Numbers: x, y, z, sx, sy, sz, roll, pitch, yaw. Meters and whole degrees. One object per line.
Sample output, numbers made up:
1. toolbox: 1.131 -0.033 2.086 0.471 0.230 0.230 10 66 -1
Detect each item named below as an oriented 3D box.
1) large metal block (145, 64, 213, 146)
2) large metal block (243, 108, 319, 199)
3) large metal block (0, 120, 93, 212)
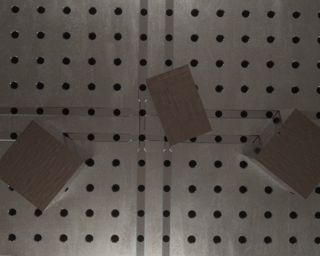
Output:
1. large metal block: 0.021 -0.026 0.386 0.050 0.080 0.080 -20 90 0
2. large metal block: 0.172 0.031 0.403 0.080 0.050 0.080 39 90 -1
3. large metal block: -0.148 0.046 0.399 0.080 0.050 0.080 39 90 -1
